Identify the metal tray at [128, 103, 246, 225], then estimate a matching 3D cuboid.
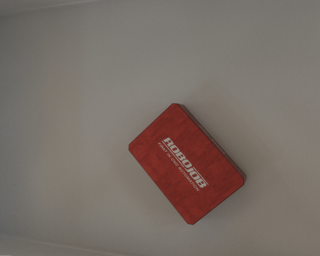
[{"bbox_3d":[0.033,0.044,0.396,0.090,0.030,0.130,-43,77,14],"label":"metal tray"}]
